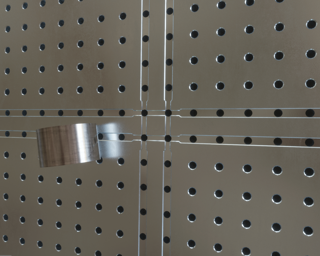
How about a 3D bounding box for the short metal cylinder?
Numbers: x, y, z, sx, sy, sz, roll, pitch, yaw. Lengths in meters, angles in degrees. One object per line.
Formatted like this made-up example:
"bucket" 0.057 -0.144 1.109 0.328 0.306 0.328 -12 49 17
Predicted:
"short metal cylinder" -0.125 0.024 0.426 0.080 0.080 0.050 -8 88 19
